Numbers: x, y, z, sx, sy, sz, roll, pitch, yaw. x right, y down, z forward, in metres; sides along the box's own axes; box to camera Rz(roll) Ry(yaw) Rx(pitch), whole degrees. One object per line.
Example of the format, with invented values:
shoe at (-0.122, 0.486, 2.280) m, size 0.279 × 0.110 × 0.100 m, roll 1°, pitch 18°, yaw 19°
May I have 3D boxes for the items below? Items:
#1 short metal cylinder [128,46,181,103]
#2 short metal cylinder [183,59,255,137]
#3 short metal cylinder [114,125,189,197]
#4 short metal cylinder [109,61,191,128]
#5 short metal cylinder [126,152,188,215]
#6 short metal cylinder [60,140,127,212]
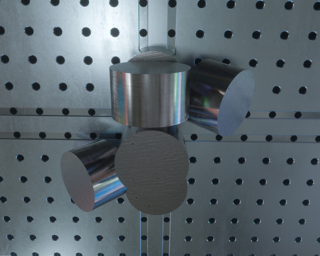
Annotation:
short metal cylinder at (-0.008, -0.056, 0.379) m, size 0.081 × 0.050 × 0.079 m, roll 0°, pitch 111°, yaw 0°
short metal cylinder at (0.068, -0.036, 0.364) m, size 0.050 × 0.081 × 0.079 m, roll 25°, pitch 114°, yaw 34°
short metal cylinder at (-0.009, 0.031, 0.357) m, size 0.081 × 0.050 × 0.079 m, roll 0°, pitch 110°, yaw 0°
short metal cylinder at (-0.010, -0.037, 0.315) m, size 0.081 × 0.080 × 0.050 m, roll 0°, pitch 110°, yaw 0°
short metal cylinder at (-0.005, 0.071, 0.425) m, size 0.081 × 0.050 × 0.079 m, roll 0°, pitch 111°, yaw -1°
short metal cylinder at (-0.085, 0.060, 0.399) m, size 0.050 × 0.080 × 0.079 m, roll -20°, pitch 117°, yaw -40°
